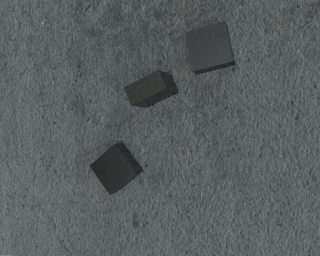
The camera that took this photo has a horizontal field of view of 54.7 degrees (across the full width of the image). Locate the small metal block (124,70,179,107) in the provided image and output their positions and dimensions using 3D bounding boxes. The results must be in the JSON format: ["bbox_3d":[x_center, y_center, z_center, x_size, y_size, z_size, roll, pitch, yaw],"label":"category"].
[{"bbox_3d":[-0.010,-0.049,0.399,0.050,0.050,0.025,-24,82,18],"label":"small metal block"}]

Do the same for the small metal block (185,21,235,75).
[{"bbox_3d":[0.063,-0.099,0.387,0.050,0.025,0.050,-12,86,19],"label":"small metal block"}]

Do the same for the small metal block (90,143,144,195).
[{"bbox_3d":[-0.060,0.056,0.430,0.050,0.025,0.050,-41,77,15],"label":"small metal block"}]
